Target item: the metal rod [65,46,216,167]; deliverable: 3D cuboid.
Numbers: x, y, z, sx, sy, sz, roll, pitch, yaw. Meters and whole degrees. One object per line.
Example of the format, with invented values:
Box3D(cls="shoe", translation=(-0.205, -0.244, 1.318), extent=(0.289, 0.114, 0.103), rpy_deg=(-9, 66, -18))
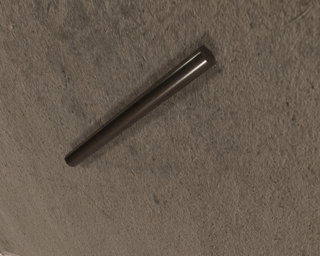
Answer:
Box3D(cls="metal rod", translation=(-0.047, -0.012, 0.422), extent=(0.299, 0.025, 0.025), rpy_deg=(-33, 100, 38))
